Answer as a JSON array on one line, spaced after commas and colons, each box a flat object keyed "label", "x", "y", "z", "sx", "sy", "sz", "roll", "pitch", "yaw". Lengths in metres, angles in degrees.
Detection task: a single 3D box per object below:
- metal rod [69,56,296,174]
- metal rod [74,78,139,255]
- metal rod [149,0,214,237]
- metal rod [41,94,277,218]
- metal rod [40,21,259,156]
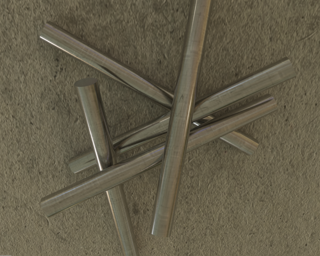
[{"label": "metal rod", "x": 0.012, "y": -0.007, "z": 0.382, "sx": 0.300, "sy": 0.025, "sz": 0.025, "roll": -25, "pitch": 109, "yaw": 18}, {"label": "metal rod", "x": -0.062, "y": 0.078, "z": 0.409, "sx": 0.025, "sy": 0.025, "sz": 0.298, "roll": -7, "pitch": 121, "yaw": 2}, {"label": "metal rod", "x": 0.027, "y": -0.027, "z": 0.350, "sx": 0.025, "sy": 0.025, "sz": 0.298, "roll": 10, "pitch": 91, "yaw": -4}, {"label": "metal rod", "x": 0.004, "y": 0.031, "z": 0.375, "sx": 0.301, "sy": 0.025, "sz": 0.025, "roll": -25, "pitch": 109, "yaw": -5}, {"label": "metal rod", "x": -0.005, "y": -0.044, "z": 0.393, "sx": 0.301, "sy": 0.025, "sz": 0.025, "roll": 29, "pitch": 108, "yaw": -10}]
